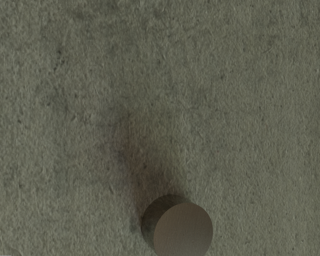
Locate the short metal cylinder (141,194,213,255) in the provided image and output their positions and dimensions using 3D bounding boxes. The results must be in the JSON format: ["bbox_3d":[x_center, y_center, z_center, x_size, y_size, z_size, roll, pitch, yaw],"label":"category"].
[{"bbox_3d":[0.021,0.132,0.405,0.081,0.050,0.079,0,90,-21],"label":"short metal cylinder"}]
